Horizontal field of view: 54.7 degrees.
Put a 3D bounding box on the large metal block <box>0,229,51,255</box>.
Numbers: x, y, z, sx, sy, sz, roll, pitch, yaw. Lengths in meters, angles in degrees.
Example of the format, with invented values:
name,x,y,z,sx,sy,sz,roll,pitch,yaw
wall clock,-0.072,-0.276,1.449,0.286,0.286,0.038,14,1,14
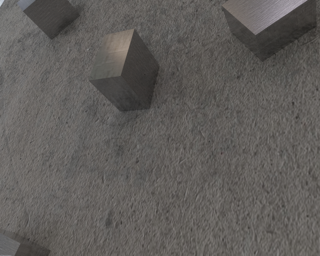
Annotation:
name,x,y,z,sx,sy,sz,roll,pitch,yaw
large metal block,-0.199,0.176,0.385,0.080,0.050,0.080,8,66,31

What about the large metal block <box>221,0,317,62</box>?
name,x,y,z,sx,sy,sz,roll,pitch,yaw
large metal block,0.141,-0.147,0.404,0.080,0.050,0.080,-34,51,6

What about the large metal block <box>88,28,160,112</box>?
name,x,y,z,sx,sy,sz,roll,pitch,yaw
large metal block,-0.047,-0.080,0.442,0.050,0.080,0.080,-3,60,27

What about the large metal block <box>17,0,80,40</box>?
name,x,y,z,sx,sy,sz,roll,pitch,yaw
large metal block,-0.229,-0.246,0.640,0.080,0.080,0.050,-42,51,0
